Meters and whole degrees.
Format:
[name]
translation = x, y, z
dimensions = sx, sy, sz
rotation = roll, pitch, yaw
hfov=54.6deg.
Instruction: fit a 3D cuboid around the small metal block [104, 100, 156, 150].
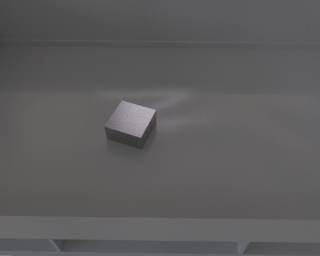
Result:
[small metal block]
translation = -0.038, -0.005, 0.409
dimensions = 0.050, 0.025, 0.050
rotation = 17, 52, 13
